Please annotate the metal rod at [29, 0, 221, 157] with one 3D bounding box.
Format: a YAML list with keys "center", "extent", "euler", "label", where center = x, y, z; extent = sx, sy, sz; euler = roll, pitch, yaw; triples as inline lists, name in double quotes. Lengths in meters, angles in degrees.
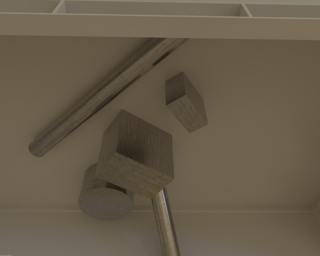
- center: [-0.060, -0.046, 0.368]
  extent: [0.299, 0.025, 0.025]
  euler: [-34, 123, 25]
  label: "metal rod"

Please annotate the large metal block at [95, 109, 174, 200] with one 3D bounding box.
- center: [-0.030, 0.034, 0.401]
  extent: [0.080, 0.080, 0.050]
  euler: [28, 124, -22]
  label: "large metal block"

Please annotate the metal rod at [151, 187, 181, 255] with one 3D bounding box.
- center: [0.020, 0.198, 0.440]
  extent: [0.025, 0.298, 0.025]
  euler: [-12, 173, -1]
  label: "metal rod"

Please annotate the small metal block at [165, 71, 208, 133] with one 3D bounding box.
- center: [0.031, -0.031, 0.367]
  extent: [0.025, 0.050, 0.050]
  euler: [-28, 125, 21]
  label: "small metal block"

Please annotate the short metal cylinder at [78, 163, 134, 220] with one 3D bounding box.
- center: [-0.080, 0.097, 0.474]
  extent: [0.081, 0.050, 0.079]
  euler: [0, 130, 0]
  label: "short metal cylinder"
